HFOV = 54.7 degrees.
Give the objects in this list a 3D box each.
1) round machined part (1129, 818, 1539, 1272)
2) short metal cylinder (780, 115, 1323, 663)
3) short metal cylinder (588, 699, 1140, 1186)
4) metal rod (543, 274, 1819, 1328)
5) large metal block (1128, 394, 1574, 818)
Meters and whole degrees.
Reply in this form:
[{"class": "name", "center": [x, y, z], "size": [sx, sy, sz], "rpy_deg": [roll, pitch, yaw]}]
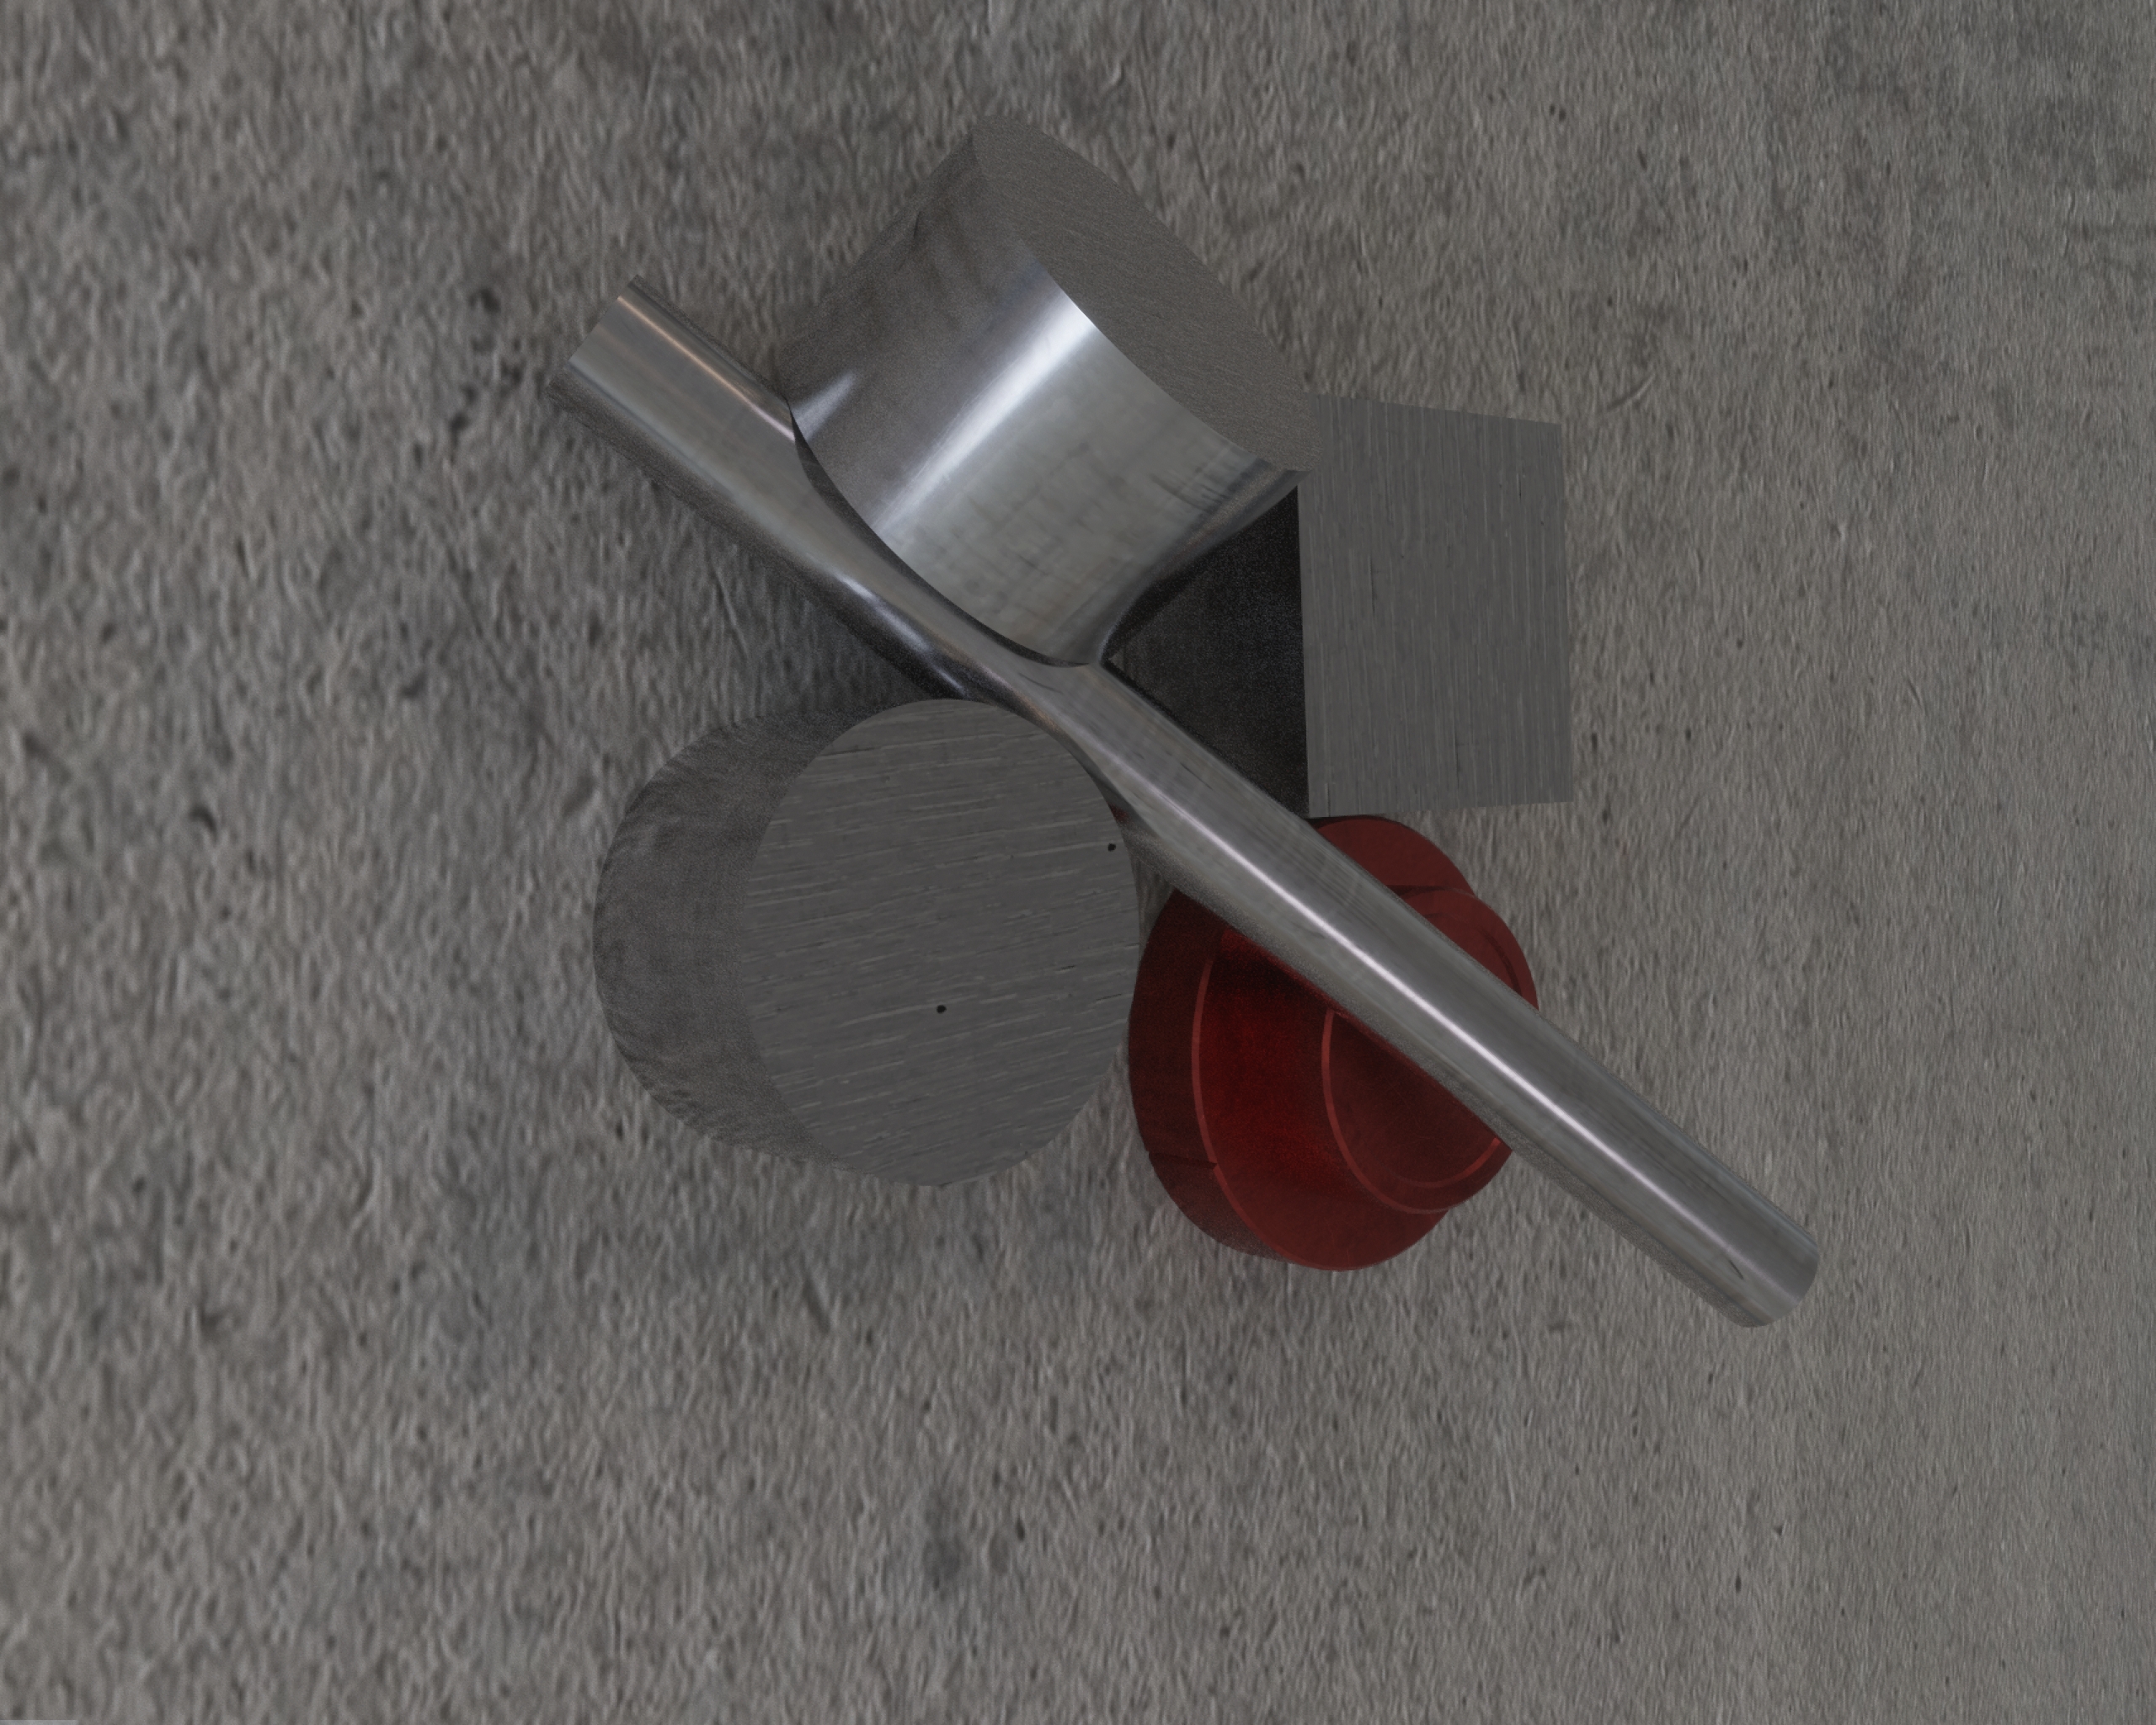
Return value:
[{"class": "round machined part", "center": [0.061, 0.039, 0.445], "size": [0.099, 0.042, 0.097], "rpy_deg": [0, 90, -40]}, {"class": "short metal cylinder", "center": [-0.004, -0.081, 0.362], "size": [0.080, 0.050, 0.080], "rpy_deg": [36, 29, -23]}, {"class": "short metal cylinder", "center": [-0.036, 0.013, 0.361], "size": [0.081, 0.050, 0.080], "rpy_deg": [0, 90, -40]}, {"class": "metal rod", "center": [0.033, 0.000, 0.389], "size": [0.301, 0.025, 0.025], "rpy_deg": [38, 66, -19]}, {"class": "large metal block", "center": [0.057, -0.051, 0.434], "size": [0.081, 0.050, 0.079], "rpy_deg": [-4, 93, -40]}]
